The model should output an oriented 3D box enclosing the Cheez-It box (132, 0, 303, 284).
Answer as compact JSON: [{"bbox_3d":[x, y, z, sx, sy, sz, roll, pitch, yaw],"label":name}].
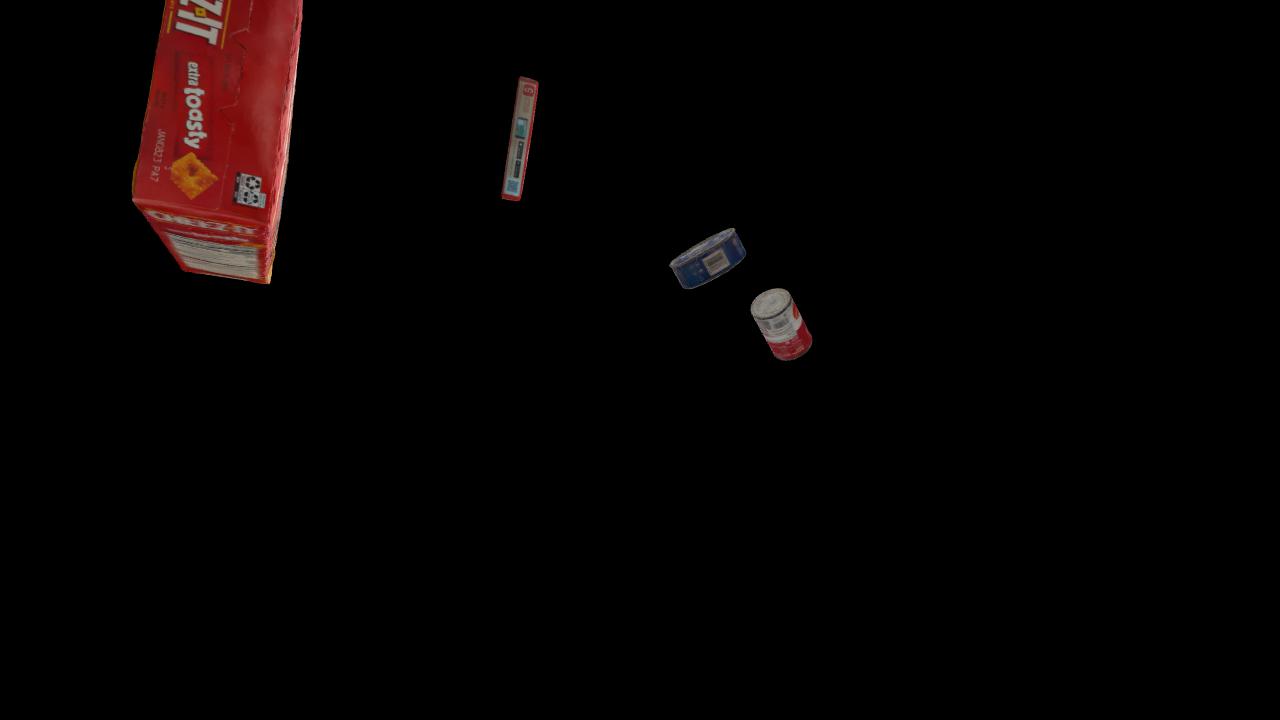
[{"bbox_3d":[-0.286,-0.153,0.431,0.071,0.166,0.223,7,-6,-32],"label":"Cheez-It box"}]

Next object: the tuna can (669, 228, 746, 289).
[{"bbox_3d":[0.078,-0.114,0.698,0.084,0.034,0.084,-30,13,8],"label":"tuna can"}]

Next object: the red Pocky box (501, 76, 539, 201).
[{"bbox_3d":[-0.164,-0.297,0.837,0.028,0.155,0.083,8,15,-15],"label":"red Pocky box"}]

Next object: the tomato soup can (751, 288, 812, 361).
[{"bbox_3d":[0.223,-0.056,0.972,0.068,0.068,0.101,0,-40,40],"label":"tomato soup can"}]
